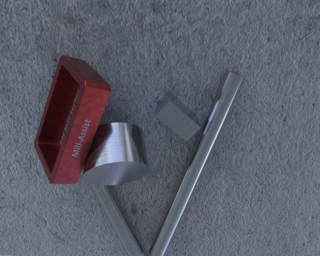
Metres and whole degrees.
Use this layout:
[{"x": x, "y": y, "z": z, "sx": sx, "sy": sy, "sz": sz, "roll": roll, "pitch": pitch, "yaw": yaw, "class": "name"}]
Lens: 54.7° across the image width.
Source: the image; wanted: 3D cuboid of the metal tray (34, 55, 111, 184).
[{"x": -0.109, "y": -0.010, "z": 0.369, "sx": 0.030, "sy": 0.090, "sz": 0.129, "roll": 8, "pitch": 114, "yaw": -39, "class": "metal tray"}]

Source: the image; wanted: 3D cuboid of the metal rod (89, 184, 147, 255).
[{"x": -0.058, "y": 0.143, "z": 0.461, "sx": 0.025, "sy": 0.025, "sz": 0.299, "roll": -21, "pitch": 109, "yaw": 7, "class": "metal rod"}]

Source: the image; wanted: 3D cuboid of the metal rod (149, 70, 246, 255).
[{"x": 0.045, "y": 0.064, "z": 0.433, "sx": 0.025, "sy": 0.025, "sz": 0.298, "roll": 18, "pitch": 109, "yaw": -7, "class": "metal rod"}]

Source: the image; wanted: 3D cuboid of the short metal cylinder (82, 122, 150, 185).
[{"x": -0.056, "y": 0.034, "z": 0.386, "sx": 0.081, "sy": 0.050, "sz": 0.080, "roll": -9, "pitch": 153, "yaw": -4, "class": "short metal cylinder"}]

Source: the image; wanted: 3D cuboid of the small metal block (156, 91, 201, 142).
[{"x": 0.022, "y": -0.016, "z": 0.391, "sx": 0.050, "sy": 0.050, "sz": 0.025, "roll": 40, "pitch": 105, "yaw": -14, "class": "small metal block"}]
